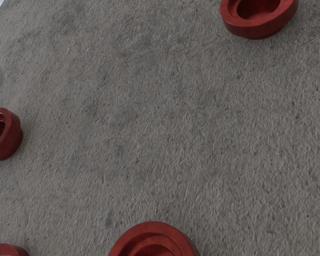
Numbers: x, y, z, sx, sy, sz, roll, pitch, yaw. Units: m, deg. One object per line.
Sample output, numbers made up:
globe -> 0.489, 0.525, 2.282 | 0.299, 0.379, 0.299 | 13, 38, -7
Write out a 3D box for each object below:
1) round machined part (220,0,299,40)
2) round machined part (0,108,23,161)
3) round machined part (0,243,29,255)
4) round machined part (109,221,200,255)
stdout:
round machined part -> 0.135, -0.159, 0.420 | 0.098, 0.042, 0.098 | -13, 56, 21
round machined part -> -0.276, 0.017, 0.528 | 0.098, 0.042, 0.098 | -13, 56, 21
round machined part -> -0.212, 0.195, 0.385 | 0.098, 0.042, 0.098 | -13, 56, 21
round machined part -> -0.003, 0.146, 0.305 | 0.098, 0.042, 0.098 | -13, 56, 21
